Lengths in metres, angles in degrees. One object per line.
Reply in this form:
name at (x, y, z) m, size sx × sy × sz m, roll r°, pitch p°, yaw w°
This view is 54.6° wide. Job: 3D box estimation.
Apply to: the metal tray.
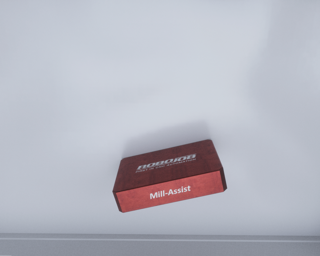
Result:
metal tray at (0.011, 0.058, 0.397) m, size 0.131 × 0.090 × 0.030 m, roll -13°, pitch 110°, yaw 4°
